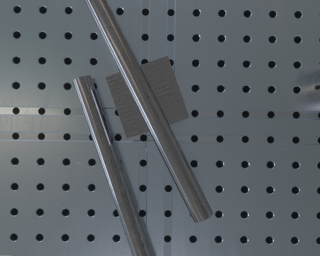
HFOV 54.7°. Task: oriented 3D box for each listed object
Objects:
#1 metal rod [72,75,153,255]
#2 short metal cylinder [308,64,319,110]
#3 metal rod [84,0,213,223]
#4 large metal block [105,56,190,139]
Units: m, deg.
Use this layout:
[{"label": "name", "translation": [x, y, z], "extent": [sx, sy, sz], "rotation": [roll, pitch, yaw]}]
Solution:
[{"label": "metal rod", "translation": [-0.056, 0.075, 0.412], "extent": [0.025, 0.025, 0.298], "rotation": [-19, 90, 0]}, {"label": "short metal cylinder", "translation": [0.245, -0.057, 0.403], "extent": [0.081, 0.050, 0.079], "rotation": [0, 90, 0]}, {"label": "metal rod", "translation": [-0.016, -0.029, 0.363], "extent": [0.025, 0.025, 0.299], "rotation": [-26, 90, 0]}, {"label": "large metal block", "translation": [-0.015, -0.037, 0.401], "extent": [0.080, 0.050, 0.080], "rotation": [-19, 90, 0]}]
